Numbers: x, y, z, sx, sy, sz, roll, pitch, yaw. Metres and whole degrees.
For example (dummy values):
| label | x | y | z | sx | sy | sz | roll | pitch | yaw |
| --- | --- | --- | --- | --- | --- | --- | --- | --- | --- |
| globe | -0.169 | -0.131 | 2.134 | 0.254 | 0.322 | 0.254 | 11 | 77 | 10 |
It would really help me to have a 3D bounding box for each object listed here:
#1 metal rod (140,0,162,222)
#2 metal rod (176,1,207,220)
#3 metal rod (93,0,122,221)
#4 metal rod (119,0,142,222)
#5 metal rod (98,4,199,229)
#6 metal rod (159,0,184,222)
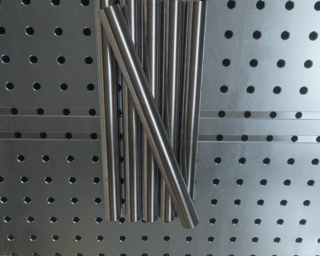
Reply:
| label | x | y | z | sx | sy | sz | roll | pitch | yaw |
| --- | --- | --- | --- | --- | --- | --- | --- | --- | --- |
| metal rod | -0.013 | -0.008 | 0.409 | 0.025 | 0.025 | 0.298 | 1 | 110 | 0 |
| metal rod | 0.039 | -0.007 | 0.411 | 0.025 | 0.025 | 0.298 | 1 | 110 | -1 |
| metal rod | -0.067 | -0.010 | 0.408 | 0.025 | 0.025 | 0.298 | 1 | 110 | 0 |
| metal rod | -0.037 | -0.008 | 0.409 | 0.025 | 0.025 | 0.298 | 1 | 110 | 0 |
| metal rod | -0.007 | 0.001 | 0.387 | 0.025 | 0.025 | 0.299 | -18 | 109 | 6 |
| metal rod | 0.013 | -0.008 | 0.411 | 0.025 | 0.025 | 0.298 | 1 | 110 | 0 |
